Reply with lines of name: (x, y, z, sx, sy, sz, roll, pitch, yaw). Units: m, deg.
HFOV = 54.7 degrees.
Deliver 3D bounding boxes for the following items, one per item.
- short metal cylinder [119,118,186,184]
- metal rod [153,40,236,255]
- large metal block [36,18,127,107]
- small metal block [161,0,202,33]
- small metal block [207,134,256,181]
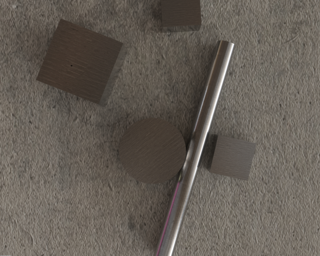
short metal cylinder: (-0.009, 0.027, 0.397, 0.081, 0.050, 0.079, 0, 90, -1)
metal rod: (0.045, 0.032, 0.410, 0.025, 0.025, 0.298, 17, 90, -1)
large metal block: (-0.097, -0.080, 0.396, 0.080, 0.050, 0.080, 22, 90, -1)
small metal block: (0.027, -0.156, 0.410, 0.050, 0.025, 0.050, -4, 90, -1)
small metal block: (0.094, 0.038, 0.411, 0.050, 0.025, 0.050, 13, 90, -1)
